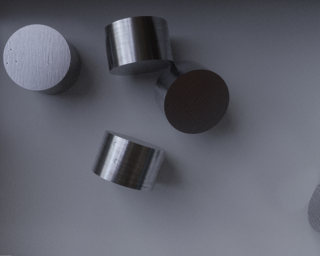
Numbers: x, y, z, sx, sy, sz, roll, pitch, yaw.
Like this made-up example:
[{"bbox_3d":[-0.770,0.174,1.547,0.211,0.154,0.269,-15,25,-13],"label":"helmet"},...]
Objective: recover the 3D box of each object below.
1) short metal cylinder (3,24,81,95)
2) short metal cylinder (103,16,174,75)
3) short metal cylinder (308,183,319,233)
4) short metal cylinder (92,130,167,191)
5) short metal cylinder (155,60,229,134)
[{"bbox_3d":[-0.148,-0.085,0.397,0.081,0.050,0.079,0,90,-1],"label":"short metal cylinder"},{"bbox_3d":[-0.026,-0.099,0.384,0.081,0.080,0.050,-9,90,0],"label":"short metal cylinder"},{"bbox_3d":[0.233,0.103,0.387,0.050,0.080,0.080,25,90,-1],"label":"short metal cylinder"},{"bbox_3d":[-0.038,0.039,0.383,0.080,0.080,0.050,19,90,-1],"label":"short metal cylinder"},{"bbox_3d":[0.038,-0.039,0.384,0.081,0.050,0.079,-6,115,-12],"label":"short metal cylinder"}]
